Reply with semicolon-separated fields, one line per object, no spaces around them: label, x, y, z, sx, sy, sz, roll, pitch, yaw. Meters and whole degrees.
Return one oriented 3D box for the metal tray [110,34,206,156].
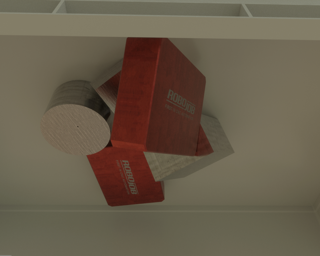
metal tray;0.007;-0.021;0.290;0.030;0.089;0.130;7;176;24

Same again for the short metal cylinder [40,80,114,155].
short metal cylinder;-0.099;-0.012;0.381;0.081;0.050;0.079;0;130;0

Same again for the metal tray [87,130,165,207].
metal tray;-0.047;0.063;0.459;0.090;0.030;0.129;-7;130;5

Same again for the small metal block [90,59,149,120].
small metal block;-0.043;-0.045;0.357;0.050;0.025;0.050;-39;125;-5

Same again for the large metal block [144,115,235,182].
large metal block;0.036;0.026;0.390;0.080;0.050;0.080;-31;162;23
